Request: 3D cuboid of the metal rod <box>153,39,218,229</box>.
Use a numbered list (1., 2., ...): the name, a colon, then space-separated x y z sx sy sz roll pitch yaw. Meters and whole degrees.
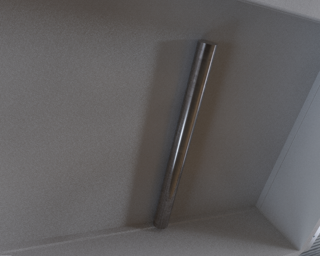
1. metal rod: 0.030 0.026 0.442 0.025 0.025 0.298 -2 120 -28
